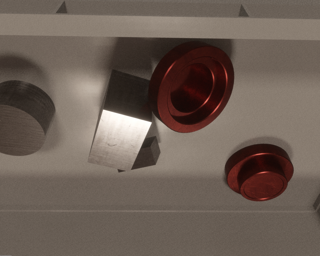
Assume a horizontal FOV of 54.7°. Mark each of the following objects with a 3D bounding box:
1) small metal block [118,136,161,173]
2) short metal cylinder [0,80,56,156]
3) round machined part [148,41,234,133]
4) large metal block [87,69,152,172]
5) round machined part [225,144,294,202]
[{"bbox_3d":[-0.030,0.034,0.418,0.050,0.050,0.025,-13,102,10],"label":"small metal block"},{"bbox_3d":[-0.176,-0.011,0.380,0.081,0.050,0.079,0,130,0],"label":"short metal cylinder"},{"bbox_3d":[0.030,-0.047,0.340,0.099,0.042,0.097,-17,125,-25],"label":"round machined part"},{"bbox_3d":[-0.046,-0.009,0.365,0.050,0.080,0.079,15,128,-13],"label":"large metal block"},{"bbox_3d":[0.149,0.073,0.462,0.099,0.042,0.097,-1,130,0],"label":"round machined part"}]
